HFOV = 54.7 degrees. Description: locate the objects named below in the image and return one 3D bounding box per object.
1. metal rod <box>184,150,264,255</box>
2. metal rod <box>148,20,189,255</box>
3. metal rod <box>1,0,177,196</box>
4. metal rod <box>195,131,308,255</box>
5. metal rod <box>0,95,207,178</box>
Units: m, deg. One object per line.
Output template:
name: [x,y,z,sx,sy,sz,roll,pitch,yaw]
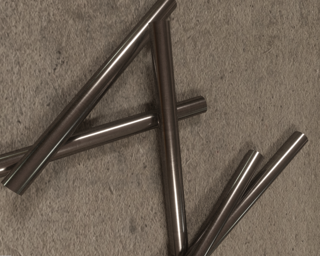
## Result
metal rod: [0.058,0.152,0.412,0.025,0.025,0.301,43,69,-15]
metal rod: [0.013,0.021,0.392,0.025,0.025,0.298,-10,102,-20]
metal rod: [-0.071,-0.053,0.367,0.025,0.025,0.300,41,71,-16]
metal rod: [0.119,0.114,0.454,0.301,0.025,0.025,-43,104,-15]
metal rod: [-0.077,0.010,0.381,0.302,0.025,0.025,-18,96,-20]
